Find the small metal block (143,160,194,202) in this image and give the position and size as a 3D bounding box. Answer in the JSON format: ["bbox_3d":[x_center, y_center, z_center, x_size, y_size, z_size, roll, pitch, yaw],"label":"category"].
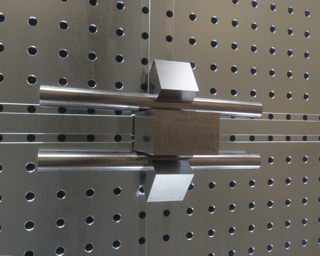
[{"bbox_3d":[0.010,0.068,0.400,0.050,0.025,0.050,3,127,-21],"label":"small metal block"}]

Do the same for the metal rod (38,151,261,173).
[{"bbox_3d":[0.001,0.044,0.410,0.302,0.025,0.025,2,90,-20],"label":"metal rod"}]

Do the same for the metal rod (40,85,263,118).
[{"bbox_3d":[0.004,-0.032,0.409,0.302,0.025,0.025,2,90,-20],"label":"metal rod"}]

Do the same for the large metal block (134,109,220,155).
[{"bbox_3d":[0.018,0.006,0.385,0.081,0.080,0.050,2,90,-20],"label":"large metal block"}]

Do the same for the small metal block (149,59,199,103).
[{"bbox_3d":[0.017,-0.060,0.403,0.050,0.025,0.050,1,55,-20],"label":"small metal block"}]
